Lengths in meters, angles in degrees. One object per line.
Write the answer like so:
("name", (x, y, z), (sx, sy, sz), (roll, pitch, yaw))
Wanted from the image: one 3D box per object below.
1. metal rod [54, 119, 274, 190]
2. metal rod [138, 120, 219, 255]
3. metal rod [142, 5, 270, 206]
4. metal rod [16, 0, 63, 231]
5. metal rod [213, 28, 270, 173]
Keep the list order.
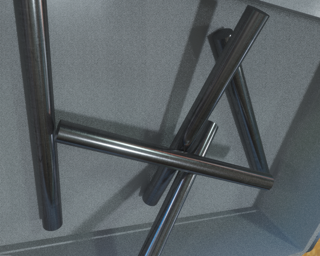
("metal rod", (0.024, 0.041, 0.389), (0.302, 0.025, 0.025), (16, 110, -24))
("metal rod", (0.007, 0.121, 0.401), (0.025, 0.025, 0.300), (43, 66, -39))
("metal rod", (0.042, -0.005, 0.390), (0.025, 0.025, 0.298), (5, 128, -31))
("metal rod", (-0.127, -0.003, 0.337), (0.025, 0.025, 0.298), (-8, 122, -24))
("metal rod", (0.133, -0.013, 0.472), (0.025, 0.025, 0.299), (-34, 129, -6))
